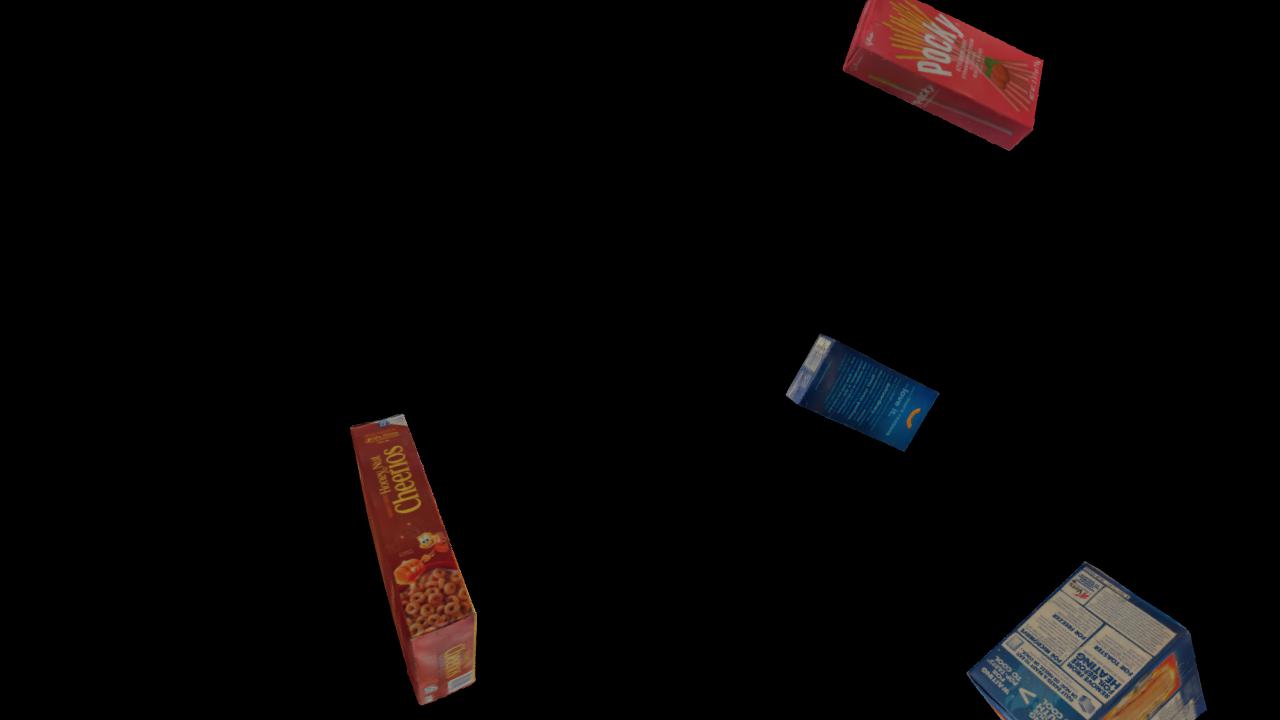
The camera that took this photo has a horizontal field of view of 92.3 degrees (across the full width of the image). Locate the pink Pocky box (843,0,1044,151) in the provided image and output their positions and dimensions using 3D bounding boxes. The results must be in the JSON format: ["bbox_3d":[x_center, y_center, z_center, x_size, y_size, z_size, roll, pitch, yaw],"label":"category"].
[{"bbox_3d":[0.247,-0.238,0.498,0.155,0.084,0.029,24,-24,-2],"label":"pink Pocky box"}]

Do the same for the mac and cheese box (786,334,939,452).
[{"bbox_3d":[0.287,0.044,0.790,0.184,0.093,0.041,24,8,-21],"label":"mac and cheese box"}]

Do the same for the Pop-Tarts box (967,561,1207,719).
[{"bbox_3d":[0.381,0.281,0.522,0.167,0.141,0.083,49,-3,-31],"label":"Pop-Tarts box"}]

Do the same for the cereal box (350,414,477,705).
[{"bbox_3d":[-0.291,0.246,0.787,0.081,0.203,0.306,-13,48,-27],"label":"cereal box"}]
